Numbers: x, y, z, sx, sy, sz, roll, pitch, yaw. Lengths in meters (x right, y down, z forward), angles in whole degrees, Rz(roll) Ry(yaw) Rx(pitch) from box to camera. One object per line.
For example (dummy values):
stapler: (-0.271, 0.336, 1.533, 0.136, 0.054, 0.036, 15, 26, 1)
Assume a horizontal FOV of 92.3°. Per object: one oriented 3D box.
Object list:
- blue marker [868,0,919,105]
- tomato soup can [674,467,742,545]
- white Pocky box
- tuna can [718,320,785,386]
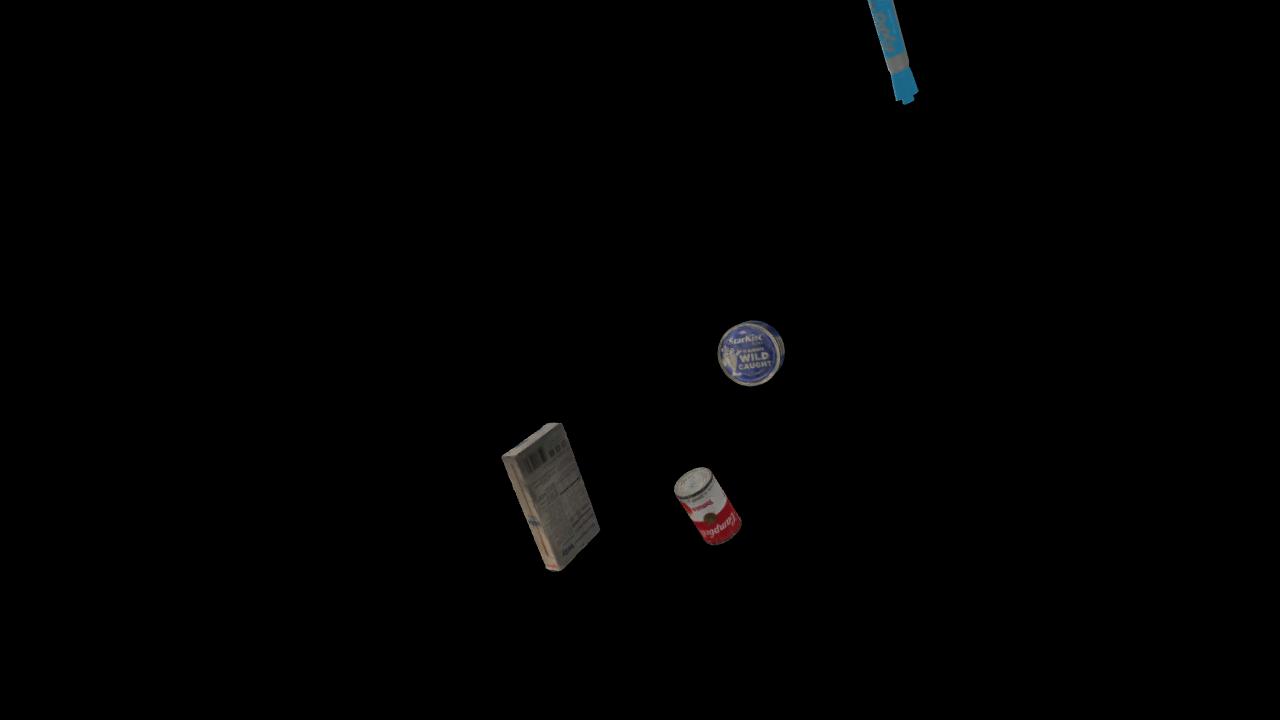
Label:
blue marker: (0.206, -0.272, 0.509, 0.020, 0.121, 0.020, -24, 22, 10)
tomato soup can: (0.105, 0.224, 0.949, 0.068, 0.101, 0.068, -28, 18, 10)
white Pocky box: (-0.101, 0.160, 0.727, 0.028, 0.154, 0.084, -6, 19, 37)
tuna can: (0.148, -0.010, 0.812, 0.084, 0.084, 0.034, 0, 12, 27)
